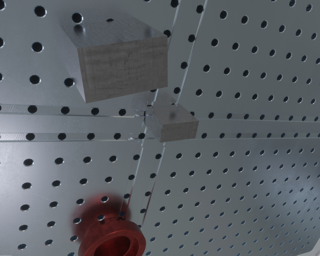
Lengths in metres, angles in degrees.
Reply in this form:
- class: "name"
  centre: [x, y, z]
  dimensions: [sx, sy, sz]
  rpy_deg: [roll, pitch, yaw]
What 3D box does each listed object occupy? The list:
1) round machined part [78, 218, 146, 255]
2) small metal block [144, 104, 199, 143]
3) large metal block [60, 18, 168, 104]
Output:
- class: "round machined part"
  centre: [-0.074, 0.176, 0.468]
  dimensions: [0.099, 0.042, 0.097]
  rpy_deg: [-14, 124, -21]
- class: "small metal block"
  centre: [0.014, -0.007, 0.398]
  dimensions: [0.050, 0.050, 0.025]
  rpy_deg: [-6, 121, -26]
- class: "large metal block"
  centre: [-0.046, -0.071, 0.306]
  dimensions: [0.081, 0.080, 0.050]
  rpy_deg: [-14, 125, -21]
